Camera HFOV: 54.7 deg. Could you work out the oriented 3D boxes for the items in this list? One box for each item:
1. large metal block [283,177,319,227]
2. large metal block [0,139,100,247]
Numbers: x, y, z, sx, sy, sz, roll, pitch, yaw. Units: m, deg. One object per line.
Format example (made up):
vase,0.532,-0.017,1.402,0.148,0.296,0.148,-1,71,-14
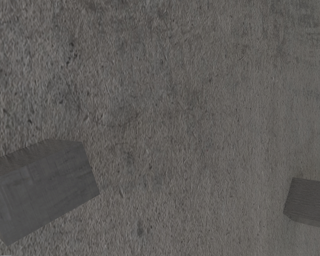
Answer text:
large metal block,0.308,0.152,0.627,0.050,0.080,0.080,37,67,-34
large metal block,-0.114,0.049,0.273,0.081,0.080,0.050,-26,106,-37
